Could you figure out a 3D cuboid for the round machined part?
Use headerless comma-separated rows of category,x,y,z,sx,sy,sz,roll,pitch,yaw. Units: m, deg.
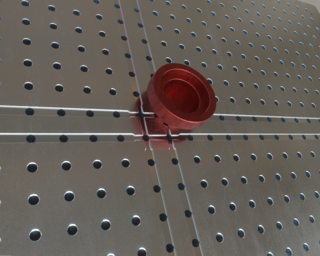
round machined part,0.027,-0.040,0.438,0.099,0.042,0.098,14,56,-21
